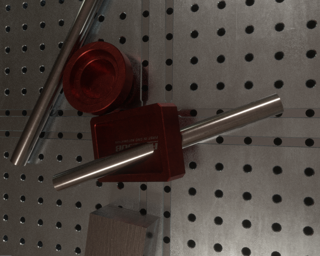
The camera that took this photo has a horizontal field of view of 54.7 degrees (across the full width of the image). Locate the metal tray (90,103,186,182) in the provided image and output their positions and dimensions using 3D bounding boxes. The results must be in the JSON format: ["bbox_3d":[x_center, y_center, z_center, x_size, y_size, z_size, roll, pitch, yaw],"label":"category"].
[{"bbox_3d":[-0.033,0.022,0.397,0.130,0.030,0.089,-9,87,40],"label":"metal tray"}]

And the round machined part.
[{"bbox_3d":[-0.080,-0.065,0.425,0.098,0.042,0.097,-4,80,22],"label":"round machined part"}]

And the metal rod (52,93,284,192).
[{"bbox_3d":[0.002,0.022,0.390,0.301,0.025,0.025,-21,83,10],"label":"metal rod"}]

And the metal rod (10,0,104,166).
[{"bbox_3d":[-0.154,-0.076,0.465,0.025,0.025,0.299,31,100,17],"label":"metal rod"}]

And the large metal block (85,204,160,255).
[{"bbox_3d":[-0.051,0.156,0.416,0.080,0.050,0.079,9,93,19],"label":"large metal block"}]
